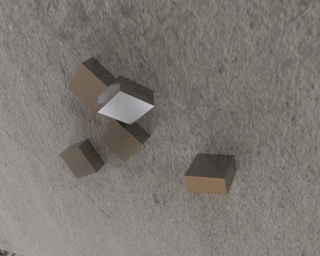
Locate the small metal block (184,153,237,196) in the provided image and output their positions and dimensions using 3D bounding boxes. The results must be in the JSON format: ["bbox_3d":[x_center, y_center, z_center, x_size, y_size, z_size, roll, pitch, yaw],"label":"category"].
[{"bbox_3d":[0.065,0.057,0.391,0.050,0.050,0.025,0,118,28],"label":"small metal block"}]

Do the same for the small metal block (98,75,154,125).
[{"bbox_3d":[-0.043,-0.034,0.391,0.050,0.025,0.050,22,138,-34],"label":"small metal block"}]

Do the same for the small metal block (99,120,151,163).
[{"bbox_3d":[-0.050,0.014,0.440,0.050,0.025,0.050,43,129,-2],"label":"small metal block"}]

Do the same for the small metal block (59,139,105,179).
[{"bbox_3d":[-0.126,0.050,0.502,0.050,0.025,0.050,-20,108,35],"label":"small metal block"}]

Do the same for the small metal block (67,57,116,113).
[{"bbox_3d":[-0.089,-0.057,0.416,0.050,0.025,0.050,42,129,-2],"label":"small metal block"}]
